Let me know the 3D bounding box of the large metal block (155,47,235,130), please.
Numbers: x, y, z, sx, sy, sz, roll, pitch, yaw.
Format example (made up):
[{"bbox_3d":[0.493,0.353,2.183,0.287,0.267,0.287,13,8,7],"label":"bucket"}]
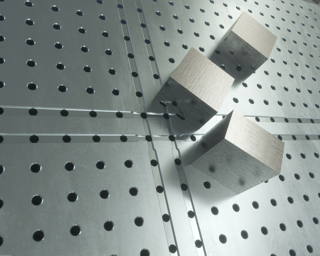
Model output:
[{"bbox_3d":[0.052,-0.059,0.456,0.080,0.050,0.080,36,51,-4],"label":"large metal block"}]

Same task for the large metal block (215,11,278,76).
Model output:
[{"bbox_3d":[0.161,-0.156,0.573,0.080,0.050,0.080,37,51,-4],"label":"large metal block"}]

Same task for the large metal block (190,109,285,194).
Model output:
[{"bbox_3d":[0.100,0.034,0.405,0.080,0.080,0.050,32,52,-7],"label":"large metal block"}]
